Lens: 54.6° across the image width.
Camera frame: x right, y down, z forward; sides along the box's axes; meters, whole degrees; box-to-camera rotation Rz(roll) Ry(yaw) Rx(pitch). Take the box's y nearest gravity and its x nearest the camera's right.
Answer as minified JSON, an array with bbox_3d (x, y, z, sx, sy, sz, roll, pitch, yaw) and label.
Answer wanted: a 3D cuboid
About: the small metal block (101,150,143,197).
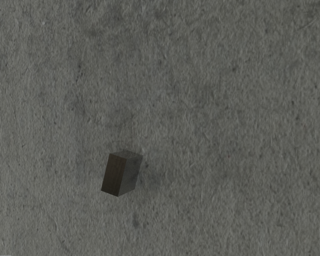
[{"bbox_3d":[-0.050,0.059,0.414,0.025,0.050,0.050,16,95,19],"label":"small metal block"}]
